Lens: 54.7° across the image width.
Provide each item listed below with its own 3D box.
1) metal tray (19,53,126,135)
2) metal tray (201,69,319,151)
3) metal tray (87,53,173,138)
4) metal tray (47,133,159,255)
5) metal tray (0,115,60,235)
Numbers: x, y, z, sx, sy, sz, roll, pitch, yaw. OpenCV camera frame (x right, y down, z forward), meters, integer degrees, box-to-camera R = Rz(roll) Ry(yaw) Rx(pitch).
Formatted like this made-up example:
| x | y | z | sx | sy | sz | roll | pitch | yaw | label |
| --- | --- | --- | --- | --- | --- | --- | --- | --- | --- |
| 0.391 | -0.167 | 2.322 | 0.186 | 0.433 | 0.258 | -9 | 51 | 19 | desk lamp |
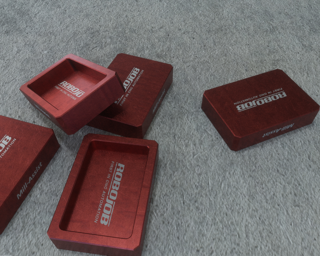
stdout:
| x | y | z | sx | sy | sz | roll | pitch | yaw | label |
| --- | --- | --- | --- | --- | --- | --- | --- | --- | --- |
| -0.118 | -0.050 | 0.407 | 0.090 | 0.030 | 0.130 | -42 | 44 | -20 | metal tray |
| 0.135 | -0.029 | 0.425 | 0.131 | 0.030 | 0.090 | -18 | 52 | -15 | metal tray |
| -0.044 | -0.050 | 0.441 | 0.090 | 0.030 | 0.130 | 16 | 52 | 13 | metal tray |
| -0.055 | 0.069 | 0.341 | 0.090 | 0.030 | 0.130 | 6 | 50 | 5 | metal tray |
| -0.190 | 0.048 | 0.358 | 0.090 | 0.030 | 0.130 | 14 | 51 | 11 | metal tray |
